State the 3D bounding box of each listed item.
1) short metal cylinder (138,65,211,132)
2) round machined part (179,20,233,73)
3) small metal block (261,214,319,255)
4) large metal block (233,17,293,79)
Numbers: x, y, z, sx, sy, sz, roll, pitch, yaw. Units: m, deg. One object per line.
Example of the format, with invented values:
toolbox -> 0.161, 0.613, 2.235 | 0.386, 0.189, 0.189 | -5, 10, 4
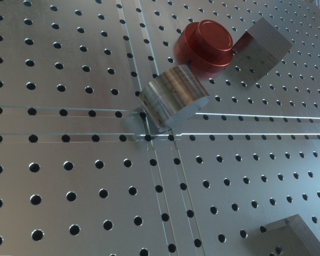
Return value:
short metal cylinder -> 0.019, -0.038, 0.406 | 0.081, 0.080, 0.050 | -25, 76, -37
round machined part -> 0.085, -0.146, 0.532 | 0.099, 0.042, 0.098 | 14, 56, -21
small metal block -> 0.168, 0.144, 0.395 | 0.025, 0.050, 0.050 | -27, 77, -37
large metal block -> 0.194, -0.153, 0.590 | 0.080, 0.050, 0.080 | 44, 51, 2
